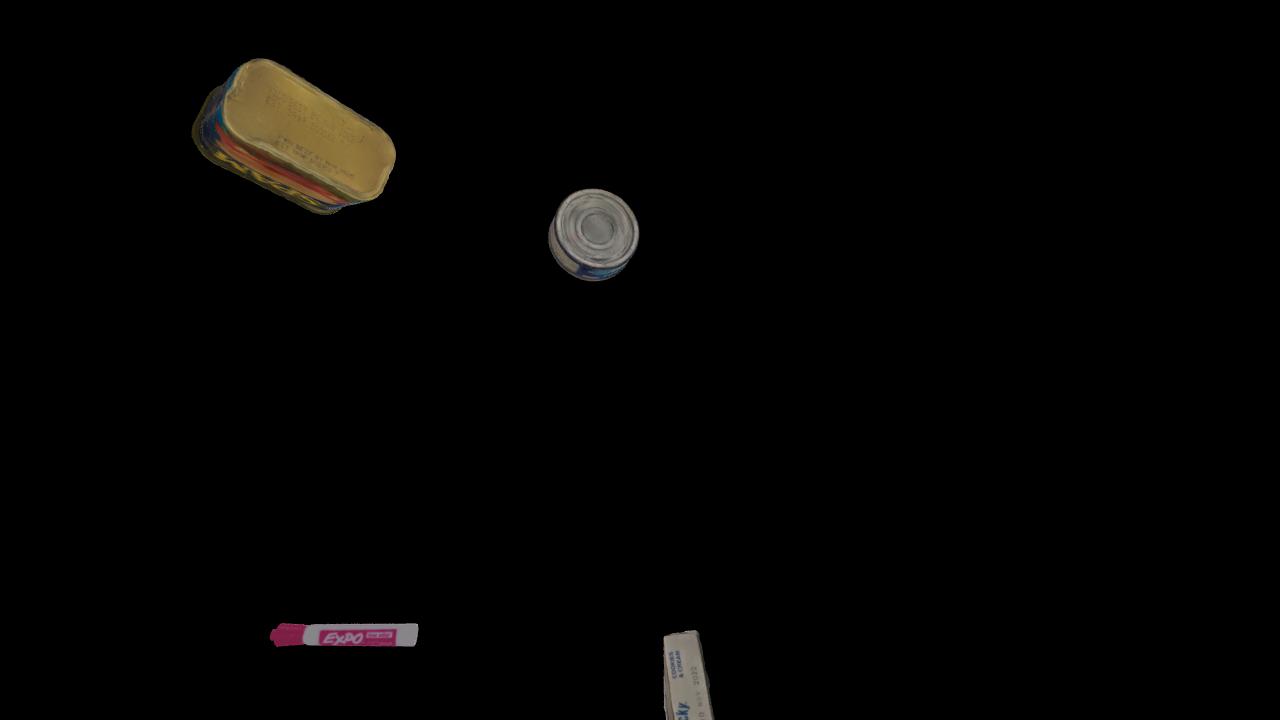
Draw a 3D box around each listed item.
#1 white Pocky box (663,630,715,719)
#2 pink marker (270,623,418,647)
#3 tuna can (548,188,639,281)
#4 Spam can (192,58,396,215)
[{"bbox_3d":[0.036,0.266,0.443,0.028,0.084,0.154,-7,-45,-4],"label":"white Pocky box"},{"bbox_3d":[-0.259,0.241,0.540,0.121,0.020,0.020,3,0,-6],"label":"pink marker"},{"bbox_3d":[-0.043,-0.120,0.589,0.084,0.084,0.034,0,-12,-18],"label":"tuna can"},{"bbox_3d":[-0.225,-0.143,0.407,0.085,0.058,0.101,8,-14,45],"label":"Spam can"}]
